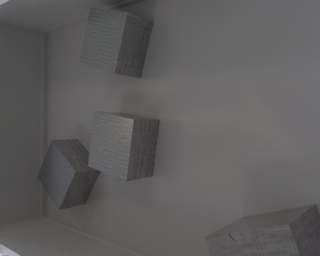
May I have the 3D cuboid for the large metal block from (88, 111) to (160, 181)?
[{"bbox_3d":[-0.052,0.022,0.433,0.080,0.050,0.079,12,98,39],"label":"large metal block"}]

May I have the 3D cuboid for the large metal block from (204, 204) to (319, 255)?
[{"bbox_3d":[0.102,0.110,0.287,0.080,0.081,0.050,-25,74,37],"label":"large metal block"}]

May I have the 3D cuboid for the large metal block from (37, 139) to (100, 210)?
[{"bbox_3d":[-0.152,0.075,0.517,0.080,0.050,0.080,42,115,32],"label":"large metal block"}]

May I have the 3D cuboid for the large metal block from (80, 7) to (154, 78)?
[{"bbox_3d":[-0.063,-0.122,0.443,0.080,0.050,0.079,23,105,37],"label":"large metal block"}]

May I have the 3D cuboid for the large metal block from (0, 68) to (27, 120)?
[{"bbox_3d":[-0.342,-0.073,0.676,0.080,0.050,0.080,-39,66,33],"label":"large metal block"}]
